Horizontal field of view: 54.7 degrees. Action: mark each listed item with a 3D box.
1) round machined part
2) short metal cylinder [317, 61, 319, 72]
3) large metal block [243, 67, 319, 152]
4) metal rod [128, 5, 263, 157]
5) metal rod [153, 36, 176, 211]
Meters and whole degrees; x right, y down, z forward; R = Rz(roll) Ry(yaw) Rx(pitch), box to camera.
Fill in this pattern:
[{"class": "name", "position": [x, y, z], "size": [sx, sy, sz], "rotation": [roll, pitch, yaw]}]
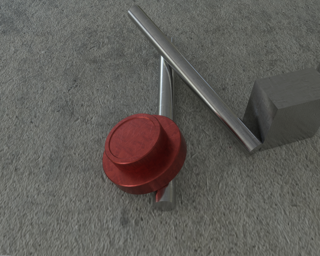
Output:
[{"class": "round machined part", "position": [-0.023, 0.022, 0.352], "size": [0.098, 0.042, 0.098], "rotation": [-15, 47, 17]}, {"class": "short metal cylinder", "position": [0.284, -0.091, 0.467], "size": [0.081, 0.050, 0.080], "rotation": [0, 50, 0]}, {"class": "large metal block", "position": [0.158, -0.022, 0.388], "size": [0.081, 0.080, 0.050], "rotation": [-14, 52, -12]}, {"class": "metal rod", "position": [0.038, -0.082, 0.446], "size": [0.025, 0.025, 0.300], "rotation": [-26, 63, -20]}, {"class": "metal rod", "position": [0.009, -0.031, 0.428], "size": [0.025, 0.025, 0.300], "rotation": [1, 50, 1]}]
